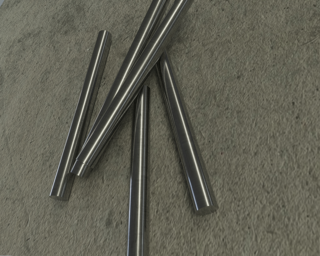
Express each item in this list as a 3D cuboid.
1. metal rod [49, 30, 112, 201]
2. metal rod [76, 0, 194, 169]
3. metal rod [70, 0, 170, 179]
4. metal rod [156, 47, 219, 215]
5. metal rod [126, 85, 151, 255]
[{"bbox_3d":[-0.118,-0.036,0.487,0.025,0.025,0.300,-6,59,25],"label":"metal rod"},{"bbox_3d":[-0.026,-0.081,0.433,0.025,0.025,0.300,18,71,35],"label":"metal rod"},{"bbox_3d":[-0.053,-0.070,0.454,0.025,0.025,0.299,15,76,34],"label":"metal rod"},{"bbox_3d":[0.021,-0.032,0.412,0.025,0.025,0.299,-24,53,14],"label":"metal rod"},{"bbox_3d":[-0.025,0.072,0.372,0.025,0.025,0.299,-14,56,20],"label":"metal rod"}]
